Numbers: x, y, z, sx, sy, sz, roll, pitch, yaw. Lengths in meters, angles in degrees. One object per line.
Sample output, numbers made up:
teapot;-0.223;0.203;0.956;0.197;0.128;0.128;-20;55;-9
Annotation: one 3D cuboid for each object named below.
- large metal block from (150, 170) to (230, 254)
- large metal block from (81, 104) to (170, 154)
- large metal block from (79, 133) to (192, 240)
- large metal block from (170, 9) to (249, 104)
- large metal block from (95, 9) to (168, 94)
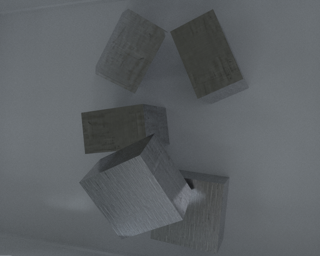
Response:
large metal block;0.038;0.098;0.383;0.080;0.050;0.079;6;92;19
large metal block;-0.041;0.002;0.395;0.080;0.080;0.050;-7;88;19
large metal block;-0.024;0.064;0.336;0.080;0.050;0.080;-26;104;25
large metal block;0.061;-0.077;0.359;0.050;0.080;0.080;-24;83;18
large metal block;-0.040;-0.097;0.387;0.050;0.080;0.080;26;100;-18
